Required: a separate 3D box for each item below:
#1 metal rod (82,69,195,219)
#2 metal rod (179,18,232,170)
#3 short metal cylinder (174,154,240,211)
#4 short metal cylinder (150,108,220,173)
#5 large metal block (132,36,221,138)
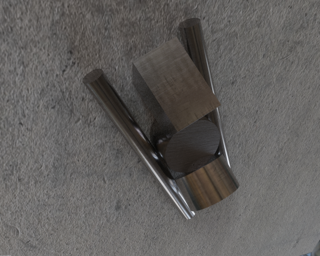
[{"bbox_3d":[-0.012,0.043,0.428,0.025,0.025,0.299,-35,129,-5],"label":"metal rod"},{"bbox_3d":[0.076,-0.009,0.443,0.025,0.025,0.299,-29,128,-10],"label":"metal rod"},{"bbox_3d":[0.067,0.078,0.450,0.080,0.080,0.050,-28,86,-11],"label":"short metal cylinder"},{"bbox_3d":[0.033,0.013,0.418,0.081,0.050,0.079,-14,124,-21],"label":"short metal cylinder"},{"bbox_3d":[0.013,-0.038,0.336,0.050,0.080,0.080,-32,87,-8],"label":"large metal block"}]
